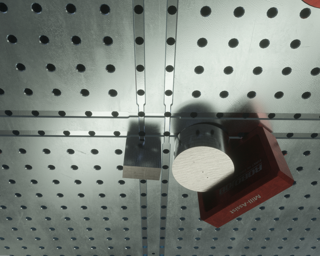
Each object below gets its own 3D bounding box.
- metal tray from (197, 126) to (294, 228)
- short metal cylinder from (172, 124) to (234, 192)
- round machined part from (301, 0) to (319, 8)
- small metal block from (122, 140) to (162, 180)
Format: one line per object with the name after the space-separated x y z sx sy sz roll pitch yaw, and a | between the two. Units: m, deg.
0.108 0.068 0.428 0.030 0.090 0.129 33 122 -25 | metal tray
0.058 0.041 0.424 0.080 0.050 0.079 3 125 5 | short metal cylinder
0.164 -0.153 0.272 0.099 0.042 0.097 -1 130 0 | round machined part
-0.025 0.044 0.433 0.050 0.050 0.025 5 130 -5 | small metal block
